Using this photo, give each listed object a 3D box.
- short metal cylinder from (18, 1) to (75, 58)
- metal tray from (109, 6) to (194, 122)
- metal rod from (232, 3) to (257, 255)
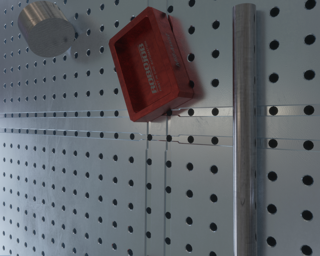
[{"bbox_3d":[-0.196,-0.170,0.536,0.080,0.081,0.050,-51,60,28],"label":"short metal cylinder"},{"bbox_3d":[-0.016,-0.083,0.419,0.090,0.030,0.129,-27,73,36],"label":"metal tray"},{"bbox_3d":[0.091,0.019,0.333,0.025,0.025,0.298,0,90,40],"label":"metal rod"}]
